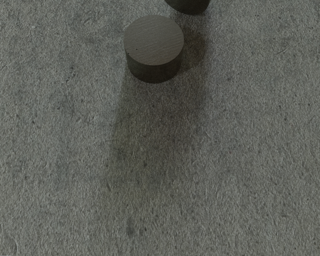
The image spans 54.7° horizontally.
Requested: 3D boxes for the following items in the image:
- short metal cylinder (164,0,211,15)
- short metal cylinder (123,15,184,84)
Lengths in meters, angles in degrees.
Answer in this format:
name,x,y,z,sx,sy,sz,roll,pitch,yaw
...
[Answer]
name,x,y,z,sx,sy,sz,roll,pitch,yaw
short metal cylinder,0.044,-0.216,0.458,0.080,0.080,0.050,24,72,8
short metal cylinder,-0.008,-0.110,0.435,0.081,0.050,0.080,0,70,0
